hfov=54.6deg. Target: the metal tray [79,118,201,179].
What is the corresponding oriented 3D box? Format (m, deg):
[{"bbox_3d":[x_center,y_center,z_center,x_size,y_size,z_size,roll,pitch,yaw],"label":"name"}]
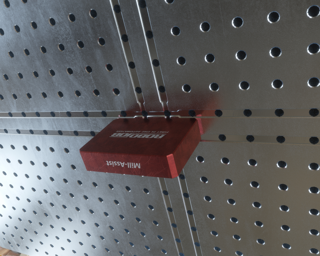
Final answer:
[{"bbox_3d":[-0.024,0.021,0.395,0.130,0.090,0.030,0,119,28],"label":"metal tray"}]
